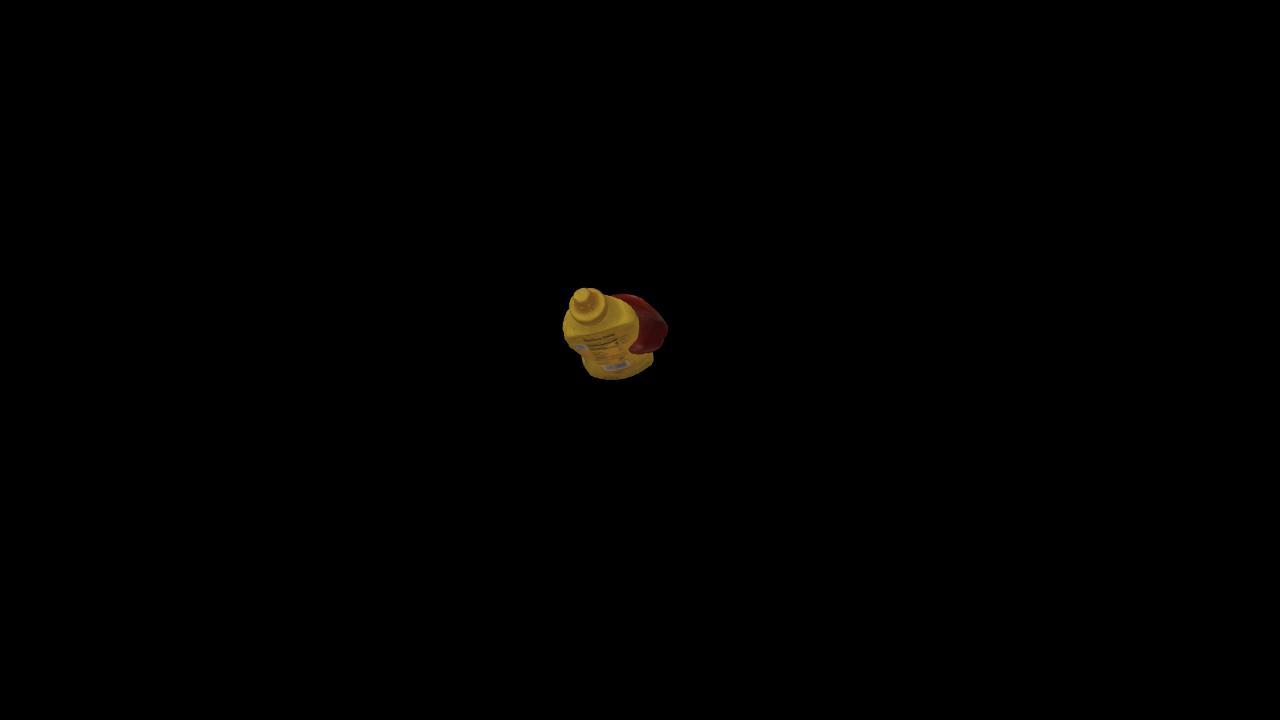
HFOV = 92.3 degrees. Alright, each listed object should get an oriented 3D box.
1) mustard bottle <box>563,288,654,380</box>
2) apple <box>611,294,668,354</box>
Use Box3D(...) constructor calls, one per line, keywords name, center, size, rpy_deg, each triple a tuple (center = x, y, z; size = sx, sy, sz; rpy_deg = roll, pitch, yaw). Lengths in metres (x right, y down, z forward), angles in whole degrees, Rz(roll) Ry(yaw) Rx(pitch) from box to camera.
Box3D(name="mustard bottle", center=(-0.043, -0.034, 0.732), size=(0.092, 0.054, 0.184), rpy_deg=(-7, -25, 10))
Box3D(name="apple", center=(-0.014, -0.041, 0.765), size=(0.093, 0.079, 0.079), rpy_deg=(18, -6, -18))
